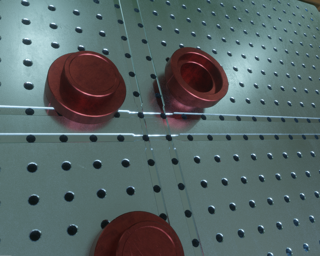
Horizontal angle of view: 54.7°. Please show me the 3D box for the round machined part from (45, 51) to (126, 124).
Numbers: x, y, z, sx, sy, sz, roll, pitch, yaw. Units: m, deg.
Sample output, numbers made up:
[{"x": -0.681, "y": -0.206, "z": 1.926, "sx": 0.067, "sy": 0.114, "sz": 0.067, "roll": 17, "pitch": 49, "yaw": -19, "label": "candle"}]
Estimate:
[{"x": -0.088, "y": -0.057, "z": 0.385, "sx": 0.099, "sy": 0.042, "sz": 0.098, "roll": 14, "pitch": 56, "yaw": -21, "label": "round machined part"}]

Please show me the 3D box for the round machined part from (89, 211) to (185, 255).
[{"x": -0.017, "y": 0.131, "z": 0.309, "sx": 0.099, "sy": 0.042, "sz": 0.098, "roll": 14, "pitch": 56, "yaw": -21, "label": "round machined part"}]

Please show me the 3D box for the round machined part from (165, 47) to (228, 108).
[{"x": 0.051, "y": -0.071, "z": 0.470, "sx": 0.099, "sy": 0.042, "sz": 0.098, "roll": 14, "pitch": 56, "yaw": -21, "label": "round machined part"}]
